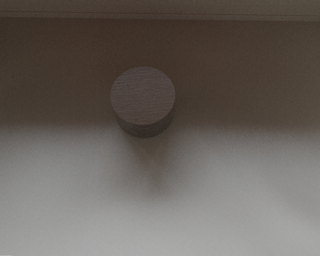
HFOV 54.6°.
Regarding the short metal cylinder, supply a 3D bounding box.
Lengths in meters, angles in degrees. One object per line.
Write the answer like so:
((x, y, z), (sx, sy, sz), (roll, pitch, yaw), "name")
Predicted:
((-0.021, -0.033, 0.406), (0.080, 0.050, 0.080), (0, 70, 0), "short metal cylinder")
